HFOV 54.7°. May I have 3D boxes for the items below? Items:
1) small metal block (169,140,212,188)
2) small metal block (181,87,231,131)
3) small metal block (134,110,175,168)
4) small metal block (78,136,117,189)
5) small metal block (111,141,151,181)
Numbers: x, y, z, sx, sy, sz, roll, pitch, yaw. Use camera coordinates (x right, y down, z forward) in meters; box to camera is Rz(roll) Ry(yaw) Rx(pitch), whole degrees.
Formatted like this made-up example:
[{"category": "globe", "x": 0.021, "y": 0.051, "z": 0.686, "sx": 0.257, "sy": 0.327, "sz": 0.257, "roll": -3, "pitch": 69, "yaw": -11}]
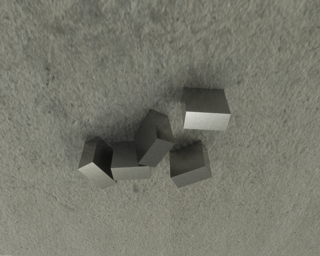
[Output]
[{"category": "small metal block", "x": 0.042, "y": 0.050, "z": 0.435, "sx": 0.050, "sy": 0.050, "sz": 0.025, "roll": -21, "pitch": 127, "yaw": 17}, {"category": "small metal block", "x": 0.053, "y": -0.024, "z": 0.372, "sx": 0.050, "sy": 0.050, "sz": 0.025, "roll": 3, "pitch": 130, "yaw": -3}, {"category": "small metal block", "x": -0.009, "y": 0.015, "z": 0.401, "sx": 0.025, "sy": 0.050, "sz": 0.050, "roll": 17, "pitch": 128, "yaw": -27}, {"category": "small metal block", "x": -0.083, "y": 0.048, "z": 0.431, "sx": 0.025, "sy": 0.050, "sz": 0.050, "roll": -26, "pitch": 126, "yaw": 20}, {"category": "small metal block", "x": -0.038, "y": 0.044, "z": 0.428, "sx": 0.050, "sy": 0.050, "sz": 0.025, "roll": -3, "pitch": 130, "yaw": 2}]
